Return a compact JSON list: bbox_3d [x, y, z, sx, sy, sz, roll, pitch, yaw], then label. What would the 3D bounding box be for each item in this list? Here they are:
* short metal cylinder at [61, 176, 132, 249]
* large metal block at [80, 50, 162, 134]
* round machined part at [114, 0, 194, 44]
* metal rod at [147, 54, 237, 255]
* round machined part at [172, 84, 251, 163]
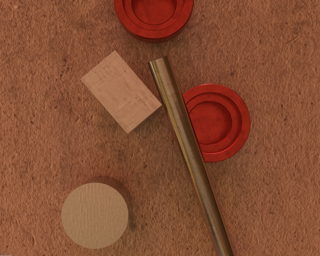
[{"bbox_3d":[-0.078,0.105,0.397,0.081,0.050,0.080,0,90,0],"label":"short metal cylinder"},{"bbox_3d":[-0.043,-0.040,0.382,0.050,0.080,0.080,-41,90,0],"label":"large metal block"},{"bbox_3d":[-0.007,-0.158,0.401,0.099,0.042,0.097,0,90,0],"label":"round machined part"},{"bbox_3d":[0.048,0.060,0.374,0.025,0.025,0.298,-20,105,0],"label":"metal rod"},{"bbox_3d":[0.063,-0.006,0.402,0.099,0.042,0.097,0,90,0],"label":"round machined part"}]
